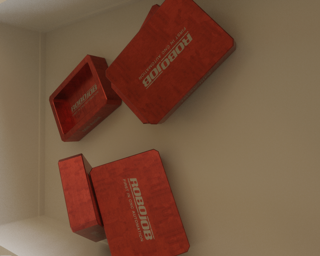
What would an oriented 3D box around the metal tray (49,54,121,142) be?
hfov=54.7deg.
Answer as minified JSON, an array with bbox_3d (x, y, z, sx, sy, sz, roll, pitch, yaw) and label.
[{"bbox_3d":[-0.126,-0.045,0.504,0.130,0.030,0.090,-36,68,34],"label":"metal tray"}]

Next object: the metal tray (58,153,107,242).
[{"bbox_3d":[-0.096,0.099,0.418,0.030,0.130,0.090,-17,65,-7],"label":"metal tray"}]

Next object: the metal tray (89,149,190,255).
[{"bbox_3d":[-0.026,0.101,0.388,0.091,0.030,0.129,-17,75,-6],"label":"metal tray"}]

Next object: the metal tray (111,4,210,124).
[{"bbox_3d":[-0.004,-0.080,0.405,0.090,0.030,0.129,48,118,29],"label":"metal tray"}]

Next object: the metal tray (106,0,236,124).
[{"bbox_3d":[0.010,-0.079,0.359,0.090,0.030,0.130,47,107,8],"label":"metal tray"}]
